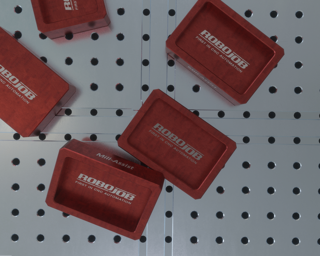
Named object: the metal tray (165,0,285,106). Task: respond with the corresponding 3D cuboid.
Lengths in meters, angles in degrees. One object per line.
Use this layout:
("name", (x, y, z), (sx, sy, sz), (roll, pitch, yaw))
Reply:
("metal tray", (0.084, -0.103, 0.411), (0.130, 0.030, 0.090), (38, 90, 0))

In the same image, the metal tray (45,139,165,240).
("metal tray", (-0.070, 0.079, 0.395), (0.131, 0.030, 0.089), (22, 112, 0))

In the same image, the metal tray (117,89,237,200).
("metal tray", (0.022, 0.021, 0.410), (0.130, 0.030, 0.090), (35, 90, 0))

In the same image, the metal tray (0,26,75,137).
("metal tray", (-0.192, -0.061, 0.410), (0.130, 0.030, 0.090), (40, 90, 0))

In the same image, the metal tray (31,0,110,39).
("metal tray", (-0.126, -0.194, 0.409), (0.090, 0.030, 0.129), (-14, 90, 0))
